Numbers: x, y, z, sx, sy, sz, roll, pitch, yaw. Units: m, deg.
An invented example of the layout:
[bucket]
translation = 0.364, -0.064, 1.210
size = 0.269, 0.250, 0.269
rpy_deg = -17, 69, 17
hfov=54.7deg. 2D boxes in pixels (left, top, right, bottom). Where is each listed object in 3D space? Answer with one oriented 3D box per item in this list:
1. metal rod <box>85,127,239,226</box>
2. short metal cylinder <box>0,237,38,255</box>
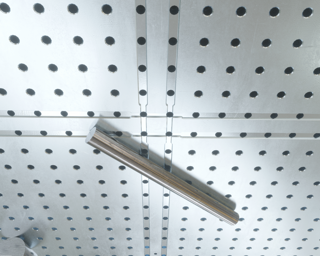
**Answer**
[metal rod]
translation = 0.018, 0.085, 0.483
size = 0.301, 0.025, 0.025
rpy_deg = 34, 122, -26
[short metal cylinder]
translation = -0.284, 0.259, 0.593
size = 0.080, 0.080, 0.050
rpy_deg = -11, 129, 9
